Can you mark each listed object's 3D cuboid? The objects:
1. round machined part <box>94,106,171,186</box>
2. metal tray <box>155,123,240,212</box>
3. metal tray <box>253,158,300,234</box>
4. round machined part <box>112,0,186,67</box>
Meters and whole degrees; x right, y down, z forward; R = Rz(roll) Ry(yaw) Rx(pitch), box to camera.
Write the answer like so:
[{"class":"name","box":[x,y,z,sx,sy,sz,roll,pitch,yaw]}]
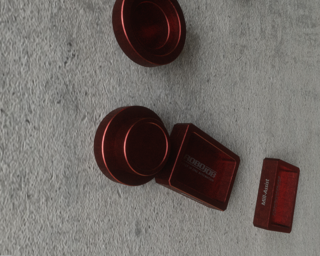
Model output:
[{"class":"round machined part","box":[-0.026,0.022,0.374,0.099,0.042,0.097,0,90,-40]},{"class":"metal tray","box":[0.060,0.059,0.454,0.130,0.030,0.090,32,70,-36]},{"class":"metal tray","box":[0.226,0.130,0.594,0.091,0.030,0.129,22,76,-38]},{"class":"round machined part","box":[-0.017,-0.124,0.381,0.099,0.042,0.097,0,90,-40]}]
